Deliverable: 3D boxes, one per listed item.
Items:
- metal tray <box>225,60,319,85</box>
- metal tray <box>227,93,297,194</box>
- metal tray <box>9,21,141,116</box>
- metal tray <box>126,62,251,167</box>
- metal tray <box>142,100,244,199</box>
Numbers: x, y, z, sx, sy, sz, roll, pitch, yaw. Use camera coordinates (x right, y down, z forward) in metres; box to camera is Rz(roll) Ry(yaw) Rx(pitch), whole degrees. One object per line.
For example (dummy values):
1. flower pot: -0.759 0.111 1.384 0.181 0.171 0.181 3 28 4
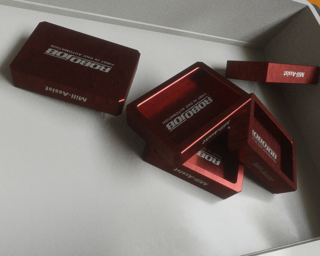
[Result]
1. metal tray: 0.189 -0.094 0.523 0.131 0.090 0.030 -3 104 -29
2. metal tray: 0.148 0.024 0.438 0.130 0.030 0.090 40 48 -29
3. metal tray: -0.098 -0.074 0.378 0.131 0.030 0.090 16 54 -5
4. metal tray: 0.036 -0.023 0.381 0.131 0.030 0.090 -35 62 -26
5. metal tray: 0.050 0.027 0.412 0.131 0.030 0.090 27 52 -11
